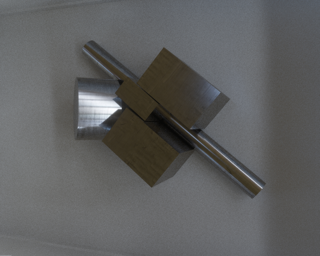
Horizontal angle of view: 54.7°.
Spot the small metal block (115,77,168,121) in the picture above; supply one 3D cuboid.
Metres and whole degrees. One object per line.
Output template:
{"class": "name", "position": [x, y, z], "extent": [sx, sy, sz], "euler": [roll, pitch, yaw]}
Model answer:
{"class": "small metal block", "position": [-0.019, -0.034, 0.377], "extent": [0.050, 0.050, 0.025], "euler": [42, 103, 14]}

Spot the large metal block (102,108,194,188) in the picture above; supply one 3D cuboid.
{"class": "large metal block", "position": [-0.010, 0.021, 0.383], "extent": [0.080, 0.080, 0.050], "euler": [41, 103, 15]}

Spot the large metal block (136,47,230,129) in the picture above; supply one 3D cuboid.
{"class": "large metal block", "position": [0.031, -0.043, 0.369], "extent": [0.080, 0.080, 0.050], "euler": [42, 103, 15]}

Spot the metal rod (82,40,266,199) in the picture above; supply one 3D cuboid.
{"class": "metal rod", "position": [0.008, -0.020, 0.406], "extent": [0.300, 0.025, 0.025], "euler": [41, 103, 15]}

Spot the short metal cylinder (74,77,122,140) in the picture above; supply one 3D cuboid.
{"class": "short metal cylinder", "position": [-0.083, -0.024, 0.402], "extent": [0.050, 0.080, 0.079], "euler": [1, 90, -20]}
